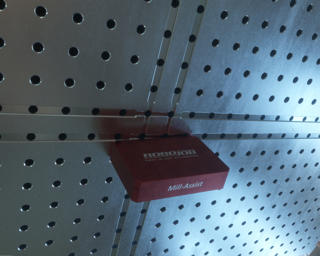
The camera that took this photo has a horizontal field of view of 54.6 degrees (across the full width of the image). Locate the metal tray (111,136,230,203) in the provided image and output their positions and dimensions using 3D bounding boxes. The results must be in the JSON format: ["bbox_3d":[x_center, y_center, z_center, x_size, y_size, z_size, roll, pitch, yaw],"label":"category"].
[{"bbox_3d":[0.012,0.048,0.404,0.131,0.090,0.030,-3,120,-27],"label":"metal tray"}]
